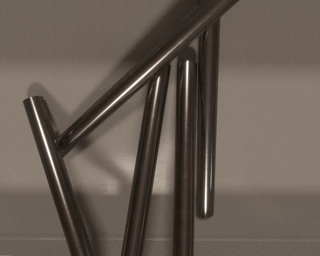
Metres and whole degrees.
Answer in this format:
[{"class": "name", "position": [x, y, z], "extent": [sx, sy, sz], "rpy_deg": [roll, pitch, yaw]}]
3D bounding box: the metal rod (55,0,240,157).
[{"class": "metal rod", "position": [-0.032, -0.055, 0.370], "extent": [0.299, 0.025, 0.025], "rpy_deg": [-39, 106, 20]}]

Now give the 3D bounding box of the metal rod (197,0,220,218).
[{"class": "metal rod", "position": [0.062, -0.014, 0.407], "extent": [0.025, 0.025, 0.298], "rpy_deg": [-2, 110, 0]}]

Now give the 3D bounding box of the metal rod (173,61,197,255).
[{"class": "metal rod", "position": [0.030, 0.069, 0.373], "extent": [0.025, 0.025, 0.298], "rpy_deg": [2, 86, -1]}]

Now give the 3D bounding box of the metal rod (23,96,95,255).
[{"class": "metal rod", "position": [-0.111, 0.102, 0.377], "extent": [0.025, 0.025, 0.299], "rpy_deg": [-22, 82, 7]}]

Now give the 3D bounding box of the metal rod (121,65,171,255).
[{"class": "metal rod", "position": [-0.021, 0.069, 0.373], "extent": [0.025, 0.025, 0.298], "rpy_deg": [9, 86, -4]}]
